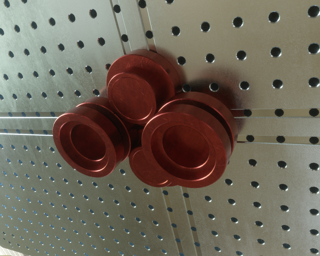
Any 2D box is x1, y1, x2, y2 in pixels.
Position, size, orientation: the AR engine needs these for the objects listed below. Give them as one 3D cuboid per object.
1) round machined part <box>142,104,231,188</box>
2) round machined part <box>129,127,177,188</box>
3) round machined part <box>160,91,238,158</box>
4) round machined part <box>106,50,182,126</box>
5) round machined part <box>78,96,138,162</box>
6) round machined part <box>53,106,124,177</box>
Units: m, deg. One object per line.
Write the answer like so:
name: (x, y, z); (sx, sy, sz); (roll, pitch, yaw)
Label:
round machined part: (0.032, 0.017, 0.352); (0.098, 0.042, 0.097); (13, 124, 21)
round machined part: (-0.004, 0.043, 0.428); (0.098, 0.042, 0.097); (13, 124, 21)
round machined part: (0.045, 0.000, 0.376); (0.098, 0.042, 0.097); (13, 124, 21)
round machined part: (-0.026, -0.044, 0.387); (0.098, 0.042, 0.097); (13, 124, 21)
round machined part: (-0.074, 0.000, 0.439); (0.098, 0.042, 0.097); (13, 124, 21)
round machined part: (-0.090, 0.015, 0.415); (0.098, 0.042, 0.097); (13, 124, 21)
